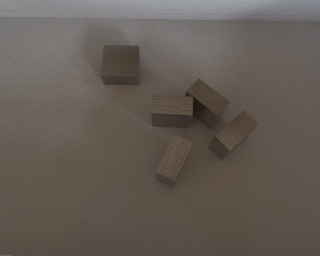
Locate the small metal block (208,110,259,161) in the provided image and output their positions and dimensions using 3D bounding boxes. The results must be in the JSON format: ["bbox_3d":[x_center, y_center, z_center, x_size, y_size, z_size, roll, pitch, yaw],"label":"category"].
[{"bbox_3d":[0.092,0.011,0.394,0.050,0.050,0.025,-40,75,-13],"label":"small metal block"}]

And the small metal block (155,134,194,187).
[{"bbox_3d":[0.017,0.042,0.381,0.025,0.050,0.050,25,72,8],"label":"small metal block"}]

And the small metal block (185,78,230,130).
[{"bbox_3d":[0.060,-0.031,0.408,0.050,0.050,0.025,40,74,13],"label":"small metal block"}]

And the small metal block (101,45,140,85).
[{"bbox_3d":[-0.055,-0.090,0.442,0.050,0.025,0.050,0,70,0],"label":"small metal block"}]

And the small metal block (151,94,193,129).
[{"bbox_3d":[0.015,-0.020,0.404,0.050,0.050,0.025,3,71,1],"label":"small metal block"}]
